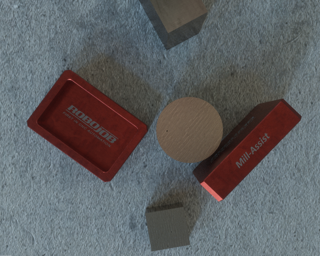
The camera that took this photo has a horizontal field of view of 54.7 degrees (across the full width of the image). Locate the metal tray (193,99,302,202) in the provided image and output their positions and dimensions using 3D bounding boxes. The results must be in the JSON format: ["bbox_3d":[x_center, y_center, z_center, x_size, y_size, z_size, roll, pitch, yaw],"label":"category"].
[{"bbox_3d":[0.099,0.024,0.378,0.030,0.090,0.130,44,90,0],"label":"metal tray"}]

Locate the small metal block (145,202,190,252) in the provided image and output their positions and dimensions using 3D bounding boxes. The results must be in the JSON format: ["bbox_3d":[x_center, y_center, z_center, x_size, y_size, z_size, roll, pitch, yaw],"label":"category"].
[{"bbox_3d":[0.010,0.130,0.410,0.050,0.025,0.050,-10,90,0],"label":"small metal block"}]

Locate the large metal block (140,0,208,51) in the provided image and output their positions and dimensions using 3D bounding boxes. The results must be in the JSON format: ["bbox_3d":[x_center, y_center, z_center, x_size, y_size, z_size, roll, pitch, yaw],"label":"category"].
[{"bbox_3d":[0.012,-0.152,0.383,0.050,0.080,0.080,-29,90,0],"label":"large metal block"}]

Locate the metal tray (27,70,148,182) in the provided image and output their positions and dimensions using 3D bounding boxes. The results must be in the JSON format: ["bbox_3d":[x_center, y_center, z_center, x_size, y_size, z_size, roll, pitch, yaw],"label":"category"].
[{"bbox_3d":[-0.092,-0.003,0.406,0.130,0.030,0.090,36,90,0],"label":"metal tray"}]

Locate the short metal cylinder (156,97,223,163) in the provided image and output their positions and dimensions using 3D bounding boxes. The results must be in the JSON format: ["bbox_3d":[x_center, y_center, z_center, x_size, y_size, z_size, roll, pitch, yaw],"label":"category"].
[{"bbox_3d":[0.036,0.002,0.398,0.081,0.050,0.080,0,90,0],"label":"short metal cylinder"}]
